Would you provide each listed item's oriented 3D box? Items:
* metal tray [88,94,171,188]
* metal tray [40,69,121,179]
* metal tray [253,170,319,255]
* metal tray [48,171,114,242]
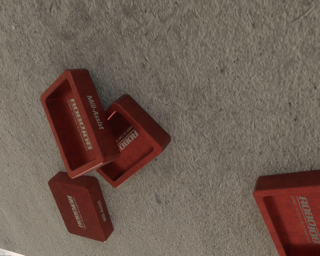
[{"bbox_3d":[-0.057,0.023,0.448,0.090,0.030,0.129,45,129,-4],"label":"metal tray"},{"bbox_3d":[-0.112,-0.005,0.426,0.090,0.030,0.129,-28,81,41],"label":"metal tray"},{"bbox_3d":[0.180,0.115,0.379,0.090,0.030,0.129,-14,111,34],"label":"metal tray"},{"bbox_3d":[-0.144,0.145,0.569,0.090,0.030,0.129,4,120,26],"label":"metal tray"}]
